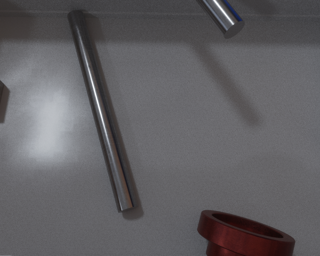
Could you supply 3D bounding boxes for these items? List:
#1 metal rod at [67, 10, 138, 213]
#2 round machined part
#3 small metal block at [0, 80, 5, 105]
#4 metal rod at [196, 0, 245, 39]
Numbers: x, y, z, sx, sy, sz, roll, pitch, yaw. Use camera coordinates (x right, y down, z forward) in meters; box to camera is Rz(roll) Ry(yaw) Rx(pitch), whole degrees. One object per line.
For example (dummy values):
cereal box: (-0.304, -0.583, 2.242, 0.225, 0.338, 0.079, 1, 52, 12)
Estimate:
metal rod: (-0.083, -0.036, 0.421, 0.025, 0.025, 0.299, -16, 71, -6)
round machined part: (0.087, 0.123, 0.329, 0.098, 0.098, 0.042, 15, 86, 5)
small metal block: (-0.248, -0.044, 0.423, 0.050, 0.025, 0.050, 1, 70, 0)
metal rod: (0.003, -0.224, 0.366, 0.025, 0.025, 0.299, -28, 73, -10)
